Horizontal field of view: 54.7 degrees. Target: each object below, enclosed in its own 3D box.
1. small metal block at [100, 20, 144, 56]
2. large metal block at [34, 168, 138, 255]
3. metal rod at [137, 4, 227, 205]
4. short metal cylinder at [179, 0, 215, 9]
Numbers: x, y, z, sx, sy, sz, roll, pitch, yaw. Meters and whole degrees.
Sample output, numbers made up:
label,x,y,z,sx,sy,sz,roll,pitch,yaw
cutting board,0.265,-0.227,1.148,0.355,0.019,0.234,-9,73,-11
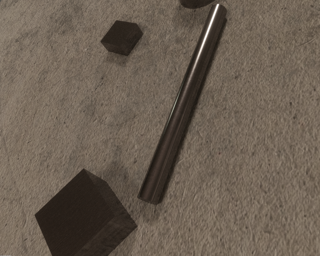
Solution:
label,x,y,z,sx,sy,sz,roll,pitch,yaw
small metal block,-0.065,-0.155,0.531,0.050,0.025,0.050,22,73,36
large metal block,-0.088,0.109,0.365,0.080,0.050,0.080,-44,51,-3
metal rod,0.037,-0.046,0.411,0.025,0.025,0.300,8,66,31
short metal cylinder,0.060,-0.243,0.504,0.080,0.050,0.080,-13,56,20
